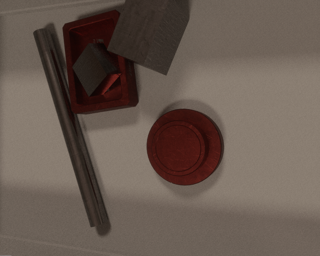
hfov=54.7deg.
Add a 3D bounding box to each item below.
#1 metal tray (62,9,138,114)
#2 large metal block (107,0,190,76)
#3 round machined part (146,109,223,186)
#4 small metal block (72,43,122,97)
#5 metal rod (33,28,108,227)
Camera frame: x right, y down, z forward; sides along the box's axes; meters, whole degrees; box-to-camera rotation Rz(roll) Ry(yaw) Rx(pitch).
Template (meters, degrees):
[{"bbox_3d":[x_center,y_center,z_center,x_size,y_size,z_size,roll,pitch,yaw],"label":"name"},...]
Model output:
[{"bbox_3d":[-0.084,-0.089,0.436,0.090,0.030,0.129,-8,87,19],"label":"metal tray"},{"bbox_3d":[-0.011,-0.117,0.384,0.050,0.080,0.080,25,98,18],"label":"large metal block"},{"bbox_3d":[0.028,0.024,0.391,0.098,0.042,0.097,0,90,19],"label":"round machined part"},{"bbox_3d":[-0.086,-0.078,0.416,0.050,0.025,0.050,-39,77,39],"label":"small metal block"},{"bbox_3d":[-0.133,-0.005,0.455,0.025,0.025,0.299,-21,83,18],"label":"metal rod"}]
